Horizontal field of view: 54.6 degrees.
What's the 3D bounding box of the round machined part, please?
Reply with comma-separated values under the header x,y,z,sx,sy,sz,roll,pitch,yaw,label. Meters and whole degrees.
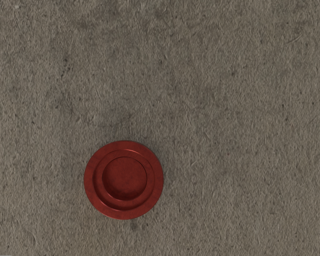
x,y,z,sx,sy,sz,roll,pitch,yaw,label
-0.045,0.064,0.401,0.099,0.042,0.097,0,90,0,round machined part
